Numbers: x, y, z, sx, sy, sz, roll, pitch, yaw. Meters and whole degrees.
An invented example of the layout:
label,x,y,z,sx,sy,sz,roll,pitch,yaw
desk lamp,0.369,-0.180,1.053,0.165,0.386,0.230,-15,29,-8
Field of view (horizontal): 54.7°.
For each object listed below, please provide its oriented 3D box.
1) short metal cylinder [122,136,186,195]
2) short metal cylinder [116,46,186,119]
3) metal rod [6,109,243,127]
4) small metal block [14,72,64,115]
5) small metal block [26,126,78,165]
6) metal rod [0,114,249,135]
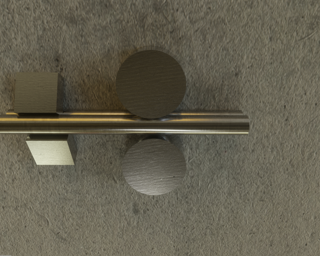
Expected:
label,x,y,z,sx,sy,sz,roll,pitch,yaw
short metal cylinder,-0.007,0.042,0.413,0.081,0.050,0.079,0,110,0
short metal cylinder,-0.010,-0.057,0.376,0.081,0.050,0.079,0,110,0
metal rod,-0.045,-0.012,0.406,0.302,0.025,0.025,0,110,-1
small metal block,-0.149,-0.041,0.384,0.050,0.025,0.050,0,83,0
small metal block,-0.140,0.024,0.408,0.050,0.025,0.050,0,137,-1
metal rod,-0.044,-0.004,0.383,0.302,0.025,0.025,0,110,0
